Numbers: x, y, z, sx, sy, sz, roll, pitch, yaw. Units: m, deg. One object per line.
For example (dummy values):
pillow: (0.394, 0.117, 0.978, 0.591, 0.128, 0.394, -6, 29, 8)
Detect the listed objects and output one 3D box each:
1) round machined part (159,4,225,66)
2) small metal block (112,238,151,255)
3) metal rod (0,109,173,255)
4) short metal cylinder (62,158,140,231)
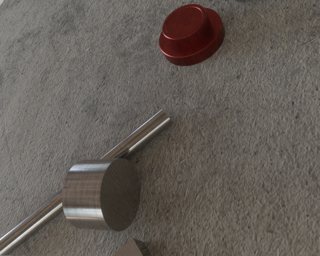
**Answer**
round machined part: (0.043, -0.144, 0.459, 0.098, 0.042, 0.098, -13, 56, 21)
small metal block: (-0.030, 0.154, 0.325, 0.050, 0.025, 0.050, -41, 51, 0)
metal rod: (-0.107, 0.078, 0.412, 0.300, 0.025, 0.025, -39, 51, 2)
short metal cylinder: (-0.065, 0.076, 0.356, 0.050, 0.080, 0.080, -5, 59, 26)
